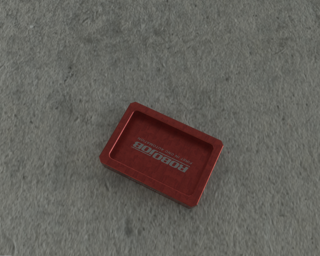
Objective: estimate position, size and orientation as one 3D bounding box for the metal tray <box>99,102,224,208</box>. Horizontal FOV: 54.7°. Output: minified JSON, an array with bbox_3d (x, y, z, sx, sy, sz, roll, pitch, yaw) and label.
[{"bbox_3d":[0.002,0.033,0.393,0.130,0.030,0.090,25,72,8],"label":"metal tray"}]
